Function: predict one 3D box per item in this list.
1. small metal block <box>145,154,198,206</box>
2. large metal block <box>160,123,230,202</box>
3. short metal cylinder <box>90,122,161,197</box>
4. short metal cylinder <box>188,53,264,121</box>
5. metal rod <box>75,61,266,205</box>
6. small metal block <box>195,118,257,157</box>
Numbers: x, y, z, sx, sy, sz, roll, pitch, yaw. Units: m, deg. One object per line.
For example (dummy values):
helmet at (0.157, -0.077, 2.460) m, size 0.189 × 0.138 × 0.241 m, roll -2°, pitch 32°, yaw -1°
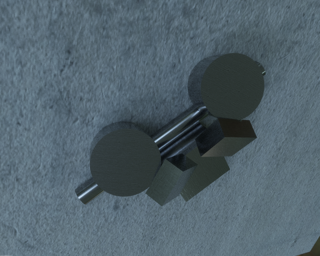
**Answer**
small metal block at (0.015, 0.061, 0.376) m, size 0.050 × 0.025 × 0.050 m, roll -61°, pitch 159°, yaw 16°
large metal block at (0.043, 0.046, 0.444) m, size 0.080 × 0.050 × 0.080 m, roll -36°, pitch 130°, yaw -5°
short metal cylinder at (-0.043, 0.036, 0.374) m, size 0.081 × 0.050 × 0.079 m, roll -2°, pitch 100°, yaw -13°
short metal cylinder at (0.081, -0.051, 0.387) m, size 0.081 × 0.050 × 0.079 m, roll -2°, pitch 100°, yaw -12°
metal rod at (0.018, 0.004, 0.421) m, size 0.301 × 0.025 × 0.025 m, roll -36°, pitch 129°, yaw -5°
small metal block at (0.080, 0.013, 0.381) m, size 0.050 × 0.025 × 0.050 m, roll 2°, pitch 148°, yaw -30°
